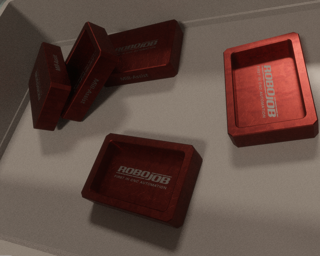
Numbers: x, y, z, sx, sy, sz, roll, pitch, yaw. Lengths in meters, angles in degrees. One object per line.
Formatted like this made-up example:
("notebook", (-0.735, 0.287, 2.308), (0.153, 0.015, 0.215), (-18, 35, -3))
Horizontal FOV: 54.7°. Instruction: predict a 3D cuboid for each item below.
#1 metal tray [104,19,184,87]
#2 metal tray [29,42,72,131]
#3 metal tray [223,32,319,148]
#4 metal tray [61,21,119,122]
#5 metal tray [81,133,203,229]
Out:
("metal tray", (-0.033, -0.116, 0.490), (0.130, 0.030, 0.090), (-4, 60, 25))
("metal tray", (-0.183, -0.069, 0.505), (0.089, 0.030, 0.130), (-57, 40, 29))
("metal tray", (0.125, -0.046, 0.364), (0.090, 0.030, 0.130), (-10, 57, 22))
("metal tray", (-0.118, -0.085, 0.477), (0.129, 0.030, 0.090), (-51, 46, 28))
("metal tray", (-0.024, 0.059, 0.377), (0.130, 0.030, 0.090), (7, 65, 31))
